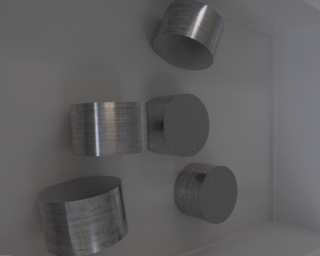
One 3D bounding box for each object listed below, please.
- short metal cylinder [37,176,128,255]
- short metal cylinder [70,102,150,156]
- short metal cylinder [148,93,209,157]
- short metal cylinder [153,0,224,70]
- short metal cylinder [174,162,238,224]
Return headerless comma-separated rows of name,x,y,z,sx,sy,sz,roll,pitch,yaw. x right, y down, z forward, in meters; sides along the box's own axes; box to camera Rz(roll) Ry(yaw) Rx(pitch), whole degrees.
short metal cylinder,-0.075,0.083,0.308,0.081,0.080,0.050,-12,98,-39
short metal cylinder,-0.052,0.000,0.327,0.081,0.080,0.050,-4,93,-40
short metal cylinder,0.019,-0.004,0.406,0.081,0.050,0.080,0,90,-40
short metal cylinder,0.037,-0.118,0.401,0.080,0.080,0.050,31,71,-36
short metal cylinder,0.066,0.092,0.446,0.081,0.050,0.080,0,90,-40
